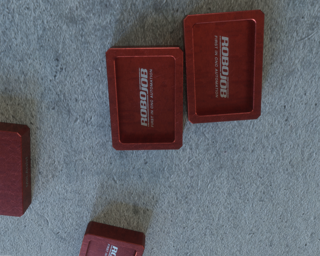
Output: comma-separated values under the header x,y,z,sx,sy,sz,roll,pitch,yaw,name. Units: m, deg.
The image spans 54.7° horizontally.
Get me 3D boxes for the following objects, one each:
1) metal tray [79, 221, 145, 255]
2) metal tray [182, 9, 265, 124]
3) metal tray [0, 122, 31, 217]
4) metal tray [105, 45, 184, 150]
x,y,z,sx,sy,sz,roll,pitch,yaw,name
-0.083,0.215,0.485,0.091,0.030,0.129,15,109,-6,metal tray
0.076,-0.073,0.380,0.091,0.030,0.129,-4,110,1,metal tray
-0.229,0.056,0.426,0.091,0.030,0.129,7,110,-3,metal tray
-0.017,-0.037,0.393,0.091,0.030,0.129,-1,110,0,metal tray
